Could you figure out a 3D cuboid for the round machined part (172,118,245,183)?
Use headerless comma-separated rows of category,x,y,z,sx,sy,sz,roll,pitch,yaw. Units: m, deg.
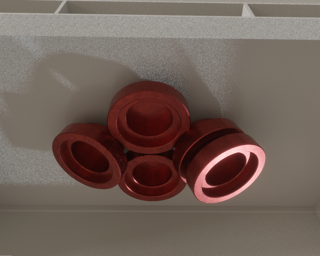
round machined part,0.061,0.026,0.405,0.099,0.042,0.097,-15,132,-17

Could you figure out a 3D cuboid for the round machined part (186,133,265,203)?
round machined part,0.076,0.044,0.383,0.099,0.042,0.097,-15,132,-17

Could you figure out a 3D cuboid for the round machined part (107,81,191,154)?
round machined part,-0.013,-0.017,0.380,0.099,0.042,0.097,0,130,0

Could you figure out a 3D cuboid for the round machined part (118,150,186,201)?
round machined part,-0.011,0.059,0.445,0.099,0.042,0.097,0,130,0

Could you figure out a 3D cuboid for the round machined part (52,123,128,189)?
round machined part,-0.087,0.032,0.408,0.098,0.042,0.097,13,132,16
